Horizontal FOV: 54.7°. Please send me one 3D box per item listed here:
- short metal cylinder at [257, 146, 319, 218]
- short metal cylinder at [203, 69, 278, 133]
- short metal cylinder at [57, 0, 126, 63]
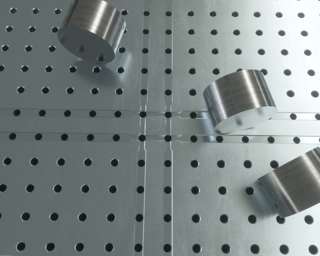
[{"bbox_3d":[0.163,0.063,0.362,0.080,0.080,0.050,-25,72,-9],"label":"short metal cylinder"},{"bbox_3d":[0.101,-0.032,0.395,0.081,0.080,0.050,-13,71,-5],"label":"short metal cylinder"},{"bbox_3d":[-0.094,-0.134,0.430,0.080,0.080,0.050,14,71,5],"label":"short metal cylinder"}]
